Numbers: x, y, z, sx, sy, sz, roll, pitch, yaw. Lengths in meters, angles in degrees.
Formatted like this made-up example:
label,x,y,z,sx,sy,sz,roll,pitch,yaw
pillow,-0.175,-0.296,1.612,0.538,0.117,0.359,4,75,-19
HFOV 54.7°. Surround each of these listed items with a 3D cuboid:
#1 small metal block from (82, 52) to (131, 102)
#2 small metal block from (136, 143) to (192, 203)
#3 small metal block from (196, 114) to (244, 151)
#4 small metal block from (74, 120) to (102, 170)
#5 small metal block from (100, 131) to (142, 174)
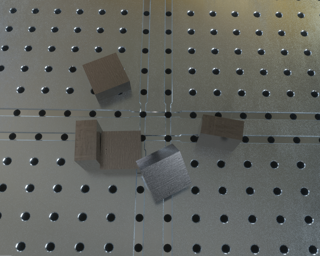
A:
label,x,y,z,sx,sy,sz,roll,pitch,yaw
small metal block,-0.075,-0.071,0.437,0.050,0.025,0.050,-23,72,-9
small metal block,0.005,0.055,0.378,0.050,0.025,0.050,-25,114,-9
small metal block,0.075,0.007,0.397,0.050,0.050,0.025,10,71,3
small metal block,-0.088,0.022,0.389,0.025,0.050,0.050,-3,70,-1
small metal block,-0.049,0.031,0.400,0.050,0.025,0.050,-1,70,-1
